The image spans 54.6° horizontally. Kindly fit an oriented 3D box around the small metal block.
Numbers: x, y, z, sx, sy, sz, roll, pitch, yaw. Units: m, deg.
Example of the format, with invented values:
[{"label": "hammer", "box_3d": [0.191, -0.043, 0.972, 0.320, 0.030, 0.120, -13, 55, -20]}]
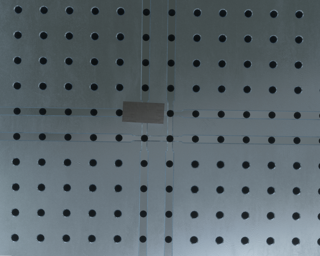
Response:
[{"label": "small metal block", "box_3d": [-0.020, -0.019, 0.401, 0.050, 0.050, 0.025, 3, 90, 0]}]
